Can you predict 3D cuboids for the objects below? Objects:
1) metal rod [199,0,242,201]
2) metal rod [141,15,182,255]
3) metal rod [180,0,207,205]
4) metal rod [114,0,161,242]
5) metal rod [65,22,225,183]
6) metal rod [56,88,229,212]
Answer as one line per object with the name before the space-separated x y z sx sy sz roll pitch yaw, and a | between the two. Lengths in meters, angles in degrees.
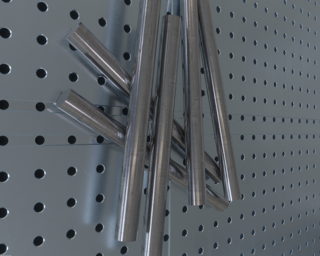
metal rod | 0.084 -0.043 0.458 0.025 0.025 0.298 -10 90 -40
metal rod | 0.002 0.013 0.375 0.025 0.025 0.299 8 85 -40
metal rod | 0.044 -0.050 0.420 0.025 0.025 0.299 5 79 -40
metal rod | -0.023 -0.026 0.354 0.025 0.025 0.299 9 84 -40
metal rod | 0.000 -0.015 0.407 0.300 0.025 0.025 44 64 -31
metal rod | -0.001 0.044 0.406 0.301 0.025 0.025 37 67 -34
